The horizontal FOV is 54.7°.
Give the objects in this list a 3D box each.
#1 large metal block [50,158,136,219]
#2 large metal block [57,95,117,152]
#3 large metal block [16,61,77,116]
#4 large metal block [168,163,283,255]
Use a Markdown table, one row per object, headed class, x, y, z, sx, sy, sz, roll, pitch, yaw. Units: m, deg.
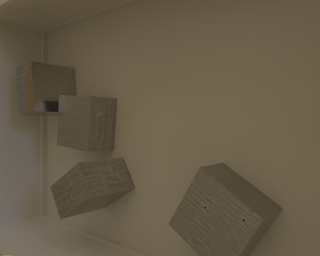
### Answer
| class | x | y | z | sx | sy | sz | roll | pitch | yaw |
| --- | --- | --- | --- | --- | --- | --- | --- | --- | --- |
| large metal block | -0.098 | 0.087 | 0.452 | 0.080 | 0.081 | 0.050 | -38 | 67 | 33 |
| large metal block | -0.115 | -0.009 | 0.486 | 0.080 | 0.050 | 0.079 | 6 | 94 | 40 |
| large metal block | -0.192 | -0.063 | 0.530 | 0.050 | 0.081 | 0.080 | -8 | 85 | 40 |
| large metal block | 0.068 | 0.096 | 0.334 | 0.080 | 0.050 | 0.079 | 39 | 114 | 33 |
